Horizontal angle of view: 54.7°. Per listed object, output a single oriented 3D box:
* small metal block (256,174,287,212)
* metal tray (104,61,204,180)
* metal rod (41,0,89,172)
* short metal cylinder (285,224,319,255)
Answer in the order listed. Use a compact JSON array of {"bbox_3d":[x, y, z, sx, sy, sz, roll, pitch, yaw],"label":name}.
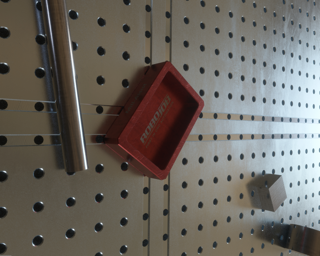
[{"bbox_3d":[0.213,0.122,0.588,0.050,0.025,0.050,-30,109,-36],"label":"small metal block"},{"bbox_3d":[-0.002,-0.010,0.404,0.090,0.030,0.130,44,63,-31],"label":"metal tray"},{"bbox_3d":[-0.106,-0.103,0.319,0.025,0.025,0.298,-11,97,-40],"label":"metal rod"},{"bbox_3d":[0.300,0.232,0.625,0.080,0.080,0.050,31,71,-36],"label":"short metal cylinder"}]
